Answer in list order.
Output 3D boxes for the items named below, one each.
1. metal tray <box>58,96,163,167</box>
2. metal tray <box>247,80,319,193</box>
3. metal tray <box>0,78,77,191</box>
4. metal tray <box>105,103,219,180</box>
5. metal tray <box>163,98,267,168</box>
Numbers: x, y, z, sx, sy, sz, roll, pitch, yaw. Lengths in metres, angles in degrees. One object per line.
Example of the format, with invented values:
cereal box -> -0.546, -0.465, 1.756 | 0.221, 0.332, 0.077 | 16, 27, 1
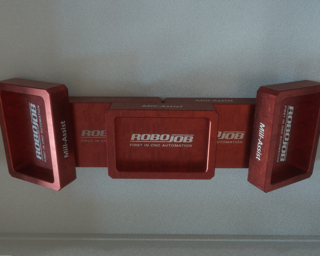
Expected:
metal tray -> -0.062, 0.006, 0.409 | 0.131, 0.030, 0.089 | 0, 110, 0
metal tray -> 0.160, 0.009, 0.391 | 0.091, 0.030, 0.129 | -11, 113, -27
metal tray -> -0.155, 0.007, 0.389 | 0.090, 0.030, 0.129 | 10, 112, 23
metal tray -> 0.002, 0.016, 0.381 | 0.131, 0.030, 0.089 | 1, 110, 0
metal tray -> 0.069, 0.007, 0.411 | 0.131, 0.030, 0.089 | 0, 110, 0
